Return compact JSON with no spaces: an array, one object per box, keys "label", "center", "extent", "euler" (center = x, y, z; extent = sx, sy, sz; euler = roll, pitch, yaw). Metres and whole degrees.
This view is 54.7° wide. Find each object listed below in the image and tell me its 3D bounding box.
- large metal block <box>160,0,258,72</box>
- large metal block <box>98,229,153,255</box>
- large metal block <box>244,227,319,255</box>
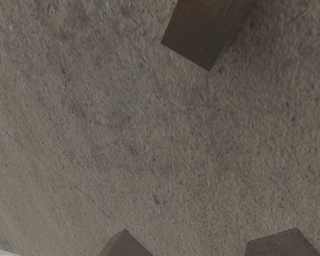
[{"label":"large metal block","center":[0.052,-0.108,0.276],"extent":[0.050,0.080,0.079],"euler":[32,128,7]},{"label":"large metal block","center":[-0.068,0.245,0.557],"extent":[0.080,0.080,0.050],"euler":[46,129,-4]},{"label":"large metal block","center":[0.171,0.191,0.418],"extent":[0.080,0.050,0.080],"euler":[49,128,-7]}]
